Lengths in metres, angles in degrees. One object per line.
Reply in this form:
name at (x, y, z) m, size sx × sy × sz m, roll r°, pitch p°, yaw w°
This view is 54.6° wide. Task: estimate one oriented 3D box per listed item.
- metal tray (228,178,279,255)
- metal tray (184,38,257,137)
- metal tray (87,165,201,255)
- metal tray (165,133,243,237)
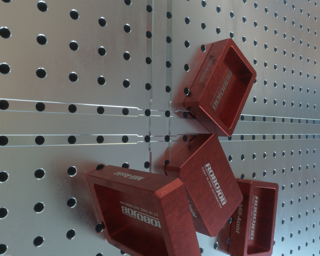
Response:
metal tray at (0.166, 0.158, 0.543) m, size 0.091 × 0.030 × 0.129 m, roll 13°, pitch 82°, yaw -39°
metal tray at (0.099, -0.063, 0.486) m, size 0.090 × 0.030 × 0.130 m, roll 41°, pitch 65°, yaw -32°
metal tray at (-0.022, 0.091, 0.322) m, size 0.030 × 0.130 × 0.090 m, roll -23°, pitch 105°, yaw -38°
metal tray at (0.070, 0.084, 0.464) m, size 0.090 × 0.030 × 0.130 m, roll -40°, pitch 115°, yaw -32°
